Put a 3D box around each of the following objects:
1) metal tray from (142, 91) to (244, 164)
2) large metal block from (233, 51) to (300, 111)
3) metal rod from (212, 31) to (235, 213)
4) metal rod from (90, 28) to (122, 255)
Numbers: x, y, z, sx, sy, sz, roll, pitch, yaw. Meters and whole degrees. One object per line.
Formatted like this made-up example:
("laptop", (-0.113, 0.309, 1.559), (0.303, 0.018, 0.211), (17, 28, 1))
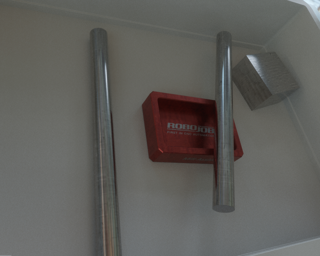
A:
("metal tray", (0.045, 0.002, 0.427), (0.131, 0.030, 0.090), (5, 59, -26))
("large metal block", (0.181, -0.083, 0.541), (0.081, 0.050, 0.080), (-15, 70, -35))
("metal rod", (0.090, -0.031, 0.435), (0.025, 0.025, 0.300), (20, 54, -17))
("metal rod", (-0.068, -0.002, 0.371), (0.025, 0.025, 0.299), (6, 59, -26))
